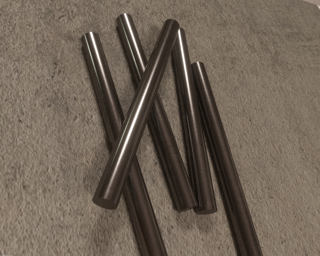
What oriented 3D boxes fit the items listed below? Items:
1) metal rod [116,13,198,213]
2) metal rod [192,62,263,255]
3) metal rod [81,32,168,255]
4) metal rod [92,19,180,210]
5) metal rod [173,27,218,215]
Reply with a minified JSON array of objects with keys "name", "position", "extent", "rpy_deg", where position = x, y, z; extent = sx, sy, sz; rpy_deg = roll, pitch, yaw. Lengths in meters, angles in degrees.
[{"name":"metal rod","position":[-0.011,-0.036,0.421],"extent":[0.025,0.025,0.299],"rpy_deg":[-5,64,-31]},{"name":"metal rod","position":[0.086,0.033,0.431],"extent":[0.025,0.025,0.299],"rpy_deg":[3,60,-27]},{"name":"metal rod","position":[-0.050,0.007,0.373],"extent":[0.025,0.025,0.299],"rpy_deg":[-6,65,-31]},{"name":"metal rod","position":[-0.018,-0.042,0.387],"extent":[0.025,0.025,0.300],"rpy_deg":[27,52,-12]},{"name":"metal rod","position":[0.043,-0.029,0.446],"extent":[0.025,0.025,0.299],"rpy_deg":[8,58,-24]}]
